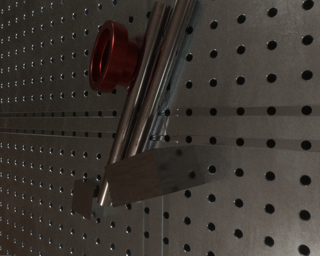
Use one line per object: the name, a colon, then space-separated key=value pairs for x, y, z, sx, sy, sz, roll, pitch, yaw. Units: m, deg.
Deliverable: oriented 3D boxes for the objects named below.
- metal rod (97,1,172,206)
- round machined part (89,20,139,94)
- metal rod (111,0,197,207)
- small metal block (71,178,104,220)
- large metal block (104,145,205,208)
metal rod: x=-0.041 y=-0.024 z=0.440 sx=0.025 sy=0.025 sz=0.298 roll=29 pitch=108 yaw=36
round machined part: x=-0.064 y=-0.096 z=0.433 sx=0.098 sy=0.042 sz=0.098 roll=-28 pitch=57 yaw=56
metal rod: x=-0.013 y=-0.027 z=0.418 sx=0.025 sy=0.025 sz=0.298 roll=30 pitch=109 yaw=35
small metal block: x=-0.116 y=0.114 z=0.502 sx=0.050 sy=0.025 sz=0.050 roll=13 pitch=98 yaw=39
large metal block: x=-0.006 y=0.058 z=0.377 sx=0.080 sy=0.081 sz=0.050 roll=-23 pitch=76 yaw=37
